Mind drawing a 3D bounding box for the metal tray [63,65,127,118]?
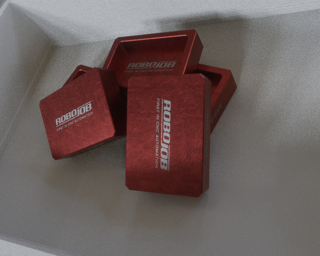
[{"bbox_3d":[-0.102,-0.043,0.476,0.130,0.030,0.090,21,73,35],"label":"metal tray"}]

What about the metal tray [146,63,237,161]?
[{"bbox_3d":[0.029,-0.023,0.398,0.090,0.030,0.130,21,73,35],"label":"metal tray"}]

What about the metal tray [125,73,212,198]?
[{"bbox_3d":[0.009,0.007,0.349,0.090,0.030,0.129,2,91,22],"label":"metal tray"}]

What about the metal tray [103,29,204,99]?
[{"bbox_3d":[-0.015,-0.084,0.420,0.130,0.030,0.090,4,63,29],"label":"metal tray"}]

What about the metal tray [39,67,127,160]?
[{"bbox_3d":[-0.106,-0.016,0.420,0.130,0.030,0.090,-21,82,34],"label":"metal tray"}]
